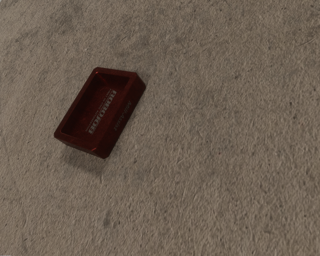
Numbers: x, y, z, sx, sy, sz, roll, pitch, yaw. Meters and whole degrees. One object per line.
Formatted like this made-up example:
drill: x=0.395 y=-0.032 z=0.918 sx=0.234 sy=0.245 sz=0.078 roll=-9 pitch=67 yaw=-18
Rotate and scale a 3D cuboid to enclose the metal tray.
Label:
metal tray: x=-0.089 y=-0.027 z=0.461 sx=0.090 sy=0.030 sz=0.130 roll=15 pitch=69 yaw=33
